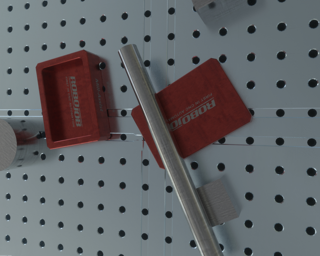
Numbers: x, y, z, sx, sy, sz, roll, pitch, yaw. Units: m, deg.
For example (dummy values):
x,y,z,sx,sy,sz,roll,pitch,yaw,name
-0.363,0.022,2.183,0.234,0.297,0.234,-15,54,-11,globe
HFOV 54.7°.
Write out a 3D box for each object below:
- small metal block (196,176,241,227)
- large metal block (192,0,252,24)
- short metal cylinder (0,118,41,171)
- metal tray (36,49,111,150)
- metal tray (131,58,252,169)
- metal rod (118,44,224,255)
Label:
x,y,z,sx,sy,sz,roll,pitch,yaw,name
0.066,0.094,0.389,0.050,0.025,0.050,-27,81,18,small metal block
0.072,-0.187,0.374,0.080,0.050,0.080,-23,83,18,large metal block
-0.235,0.025,0.482,0.080,0.050,0.080,0,90,20,short metal cylinder
-0.128,-0.039,0.455,0.090,0.030,0.129,-11,86,19,metal tray
0.039,-0.016,0.396,0.130,0.030,0.090,-32,80,17,metal tray
0.015,0.037,0.374,0.025,0.025,0.299,-25,82,18,metal rod
